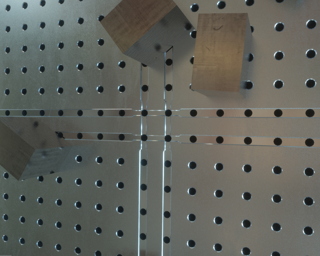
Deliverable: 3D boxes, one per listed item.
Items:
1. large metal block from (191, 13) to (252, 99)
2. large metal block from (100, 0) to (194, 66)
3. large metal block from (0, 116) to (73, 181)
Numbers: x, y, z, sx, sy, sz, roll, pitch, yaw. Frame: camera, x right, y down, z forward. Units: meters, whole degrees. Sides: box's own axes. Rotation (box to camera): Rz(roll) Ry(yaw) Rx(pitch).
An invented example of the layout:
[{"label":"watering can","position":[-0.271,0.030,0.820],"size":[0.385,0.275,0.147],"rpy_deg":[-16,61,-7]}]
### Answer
[{"label":"large metal block","position":[0.074,-0.079,0.357],"size":[0.050,0.080,0.079],"rpy_deg":[6,92,19]},{"label":"large metal block","position":[-0.013,-0.129,0.387],"size":[0.080,0.080,0.050],"rpy_deg":[-38,78,16]},{"label":"large metal block","position":[-0.191,0.026,0.449],"size":[0.080,0.080,0.050],"rpy_deg":[34,101,16]}]
